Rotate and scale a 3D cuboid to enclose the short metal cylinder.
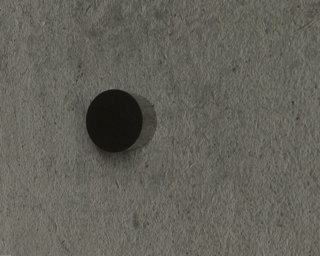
[{"bbox_3d":[-0.050,-0.009,0.414,0.080,0.050,0.080,0,90,20],"label":"short metal cylinder"}]
